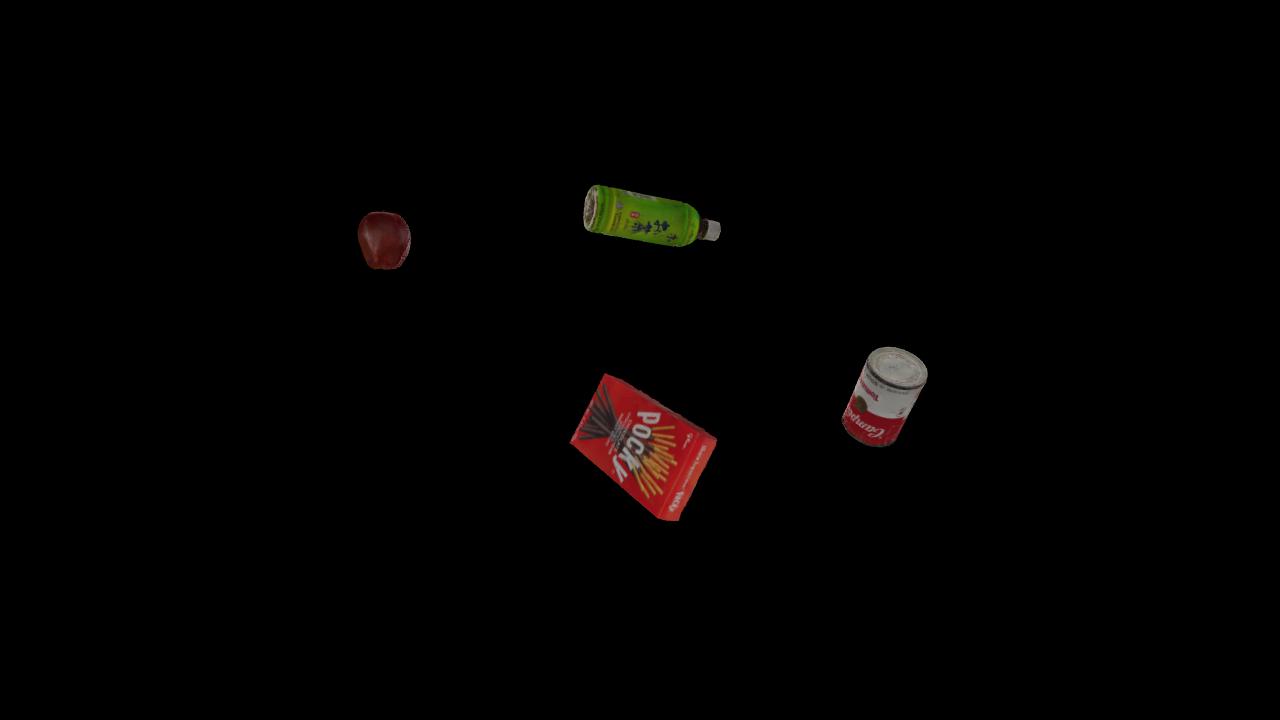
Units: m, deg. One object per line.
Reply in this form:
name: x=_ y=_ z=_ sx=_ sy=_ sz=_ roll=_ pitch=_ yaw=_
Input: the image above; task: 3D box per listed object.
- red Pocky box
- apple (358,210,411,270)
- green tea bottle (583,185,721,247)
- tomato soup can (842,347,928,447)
red Pocky box: x=-0.003 y=0.075 z=0.573 sx=0.028 sy=0.083 sz=0.155 roll=26 pitch=2 yaw=-41
apple: x=-0.400 y=-0.190 z=0.966 sx=0.079 sy=0.093 sz=0.079 roll=-3 pitch=2 yaw=0
green tea bottle: x=0.024 y=-0.213 z=0.932 sx=0.212 sy=0.073 sz=0.073 roll=4 pitch=-1 yaw=-20
tomato soup can: x=0.283 y=0.043 z=0.713 sx=0.068 sy=0.101 sz=0.068 roll=3 pitch=43 yaw=-3
